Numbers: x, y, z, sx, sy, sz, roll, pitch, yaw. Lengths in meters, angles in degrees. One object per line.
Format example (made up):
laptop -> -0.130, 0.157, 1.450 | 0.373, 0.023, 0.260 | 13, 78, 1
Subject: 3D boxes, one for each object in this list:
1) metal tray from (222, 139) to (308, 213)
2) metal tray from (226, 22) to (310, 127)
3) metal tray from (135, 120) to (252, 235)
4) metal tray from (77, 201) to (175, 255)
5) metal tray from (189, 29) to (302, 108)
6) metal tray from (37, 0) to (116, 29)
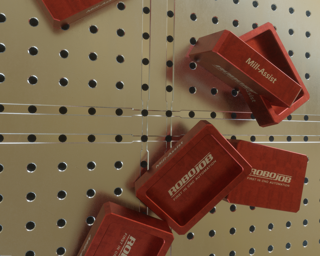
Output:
metal tray -> 0.156, 0.073, 0.467 | 0.131, 0.030, 0.090 | 13, 86, -20
metal tray -> 0.154, -0.078, 0.450 | 0.091, 0.030, 0.130 | -32, 95, -28
metal tray -> 0.043, 0.065, 0.406 | 0.130, 0.030, 0.090 | -44, 105, 2
metal tray -> -0.052, 0.164, 0.374 | 0.090, 0.030, 0.130 | 25, 95, -18
metal tray -> 0.111, -0.076, 0.416 | 0.130, 0.090, 0.030 | 31, 90, -17
metal tray -> -0.093, -0.191, 0.375 | 0.131, 0.030, 0.090 | -34, 101, -17
